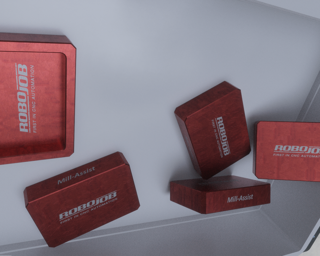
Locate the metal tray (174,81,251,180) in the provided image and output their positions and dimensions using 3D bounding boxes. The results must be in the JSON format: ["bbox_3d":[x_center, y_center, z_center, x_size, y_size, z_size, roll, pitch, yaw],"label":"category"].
[{"bbox_3d":[0.082,0.007,0.457,0.090,0.030,0.129,-30,129,-10],"label":"metal tray"}]

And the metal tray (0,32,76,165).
[{"bbox_3d":[-0.135,-0.027,0.315,0.091,0.030,0.129,-5,121,-26],"label":"metal tray"}]

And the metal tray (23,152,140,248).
[{"bbox_3d":[-0.098,0.095,0.412,0.131,0.030,0.089,-21,127,-16],"label":"metal tray"}]

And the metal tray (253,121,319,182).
[{"bbox_3d":[0.214,0.035,0.480,0.131,0.030,0.089,2,91,8],"label":"metal tray"}]

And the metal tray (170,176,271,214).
[{"bbox_3d":[0.092,0.099,0.478,0.131,0.090,0.030,0,91,-29],"label":"metal tray"}]
